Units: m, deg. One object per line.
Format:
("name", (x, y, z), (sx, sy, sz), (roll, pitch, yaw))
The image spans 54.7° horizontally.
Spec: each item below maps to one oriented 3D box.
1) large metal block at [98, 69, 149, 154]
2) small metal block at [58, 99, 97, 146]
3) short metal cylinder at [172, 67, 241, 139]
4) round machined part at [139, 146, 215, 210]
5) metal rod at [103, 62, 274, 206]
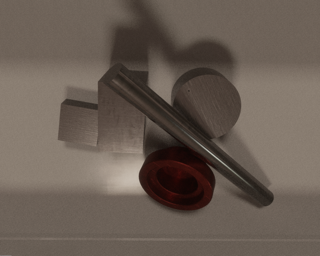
("large metal block", (-0.042, -0.023, 0.373), (0.050, 0.080, 0.079), (4, 110, -2))
("small metal block", (-0.103, -0.007, 0.407), (0.050, 0.025, 0.050), (10, 110, -4))
("short metal cylinder", (0.055, -0.032, 0.387), (0.081, 0.050, 0.079), (0, 110, -1))
("round machined part", (0.025, 0.063, 0.412), (0.098, 0.042, 0.097), (12, 133, 13))
("metal rod", (0.055, 0.026, 0.371), (0.025, 0.025, 0.301), (-43, 124, 14))
